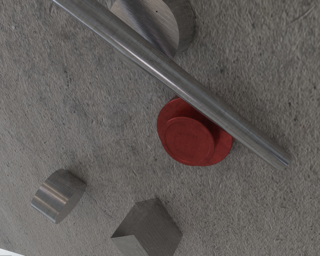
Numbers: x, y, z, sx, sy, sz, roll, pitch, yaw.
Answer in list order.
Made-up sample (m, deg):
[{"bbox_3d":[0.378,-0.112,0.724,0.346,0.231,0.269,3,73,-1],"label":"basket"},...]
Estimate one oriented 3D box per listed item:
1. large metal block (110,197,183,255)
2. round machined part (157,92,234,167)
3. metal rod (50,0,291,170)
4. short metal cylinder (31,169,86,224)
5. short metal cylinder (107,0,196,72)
[{"bbox_3d":[-0.018,0.170,0.486,0.050,0.080,0.080,-22,106,36],"label":"large metal block"},{"bbox_3d":[0.040,0.008,0.380,0.098,0.042,0.097,13,124,21],"label":"round machined part"},{"bbox_3d":[0.023,-0.044,0.312,0.301,0.025,0.025,35,131,-18],"label":"metal rod"},{"bbox_3d":[-0.173,0.117,0.535,0.050,0.080,0.079,33,129,6],"label":"short metal cylinder"},{"bbox_3d":[-0.008,-0.106,0.329,0.080,0.050,0.079,13,124,21],"label":"short metal cylinder"}]
